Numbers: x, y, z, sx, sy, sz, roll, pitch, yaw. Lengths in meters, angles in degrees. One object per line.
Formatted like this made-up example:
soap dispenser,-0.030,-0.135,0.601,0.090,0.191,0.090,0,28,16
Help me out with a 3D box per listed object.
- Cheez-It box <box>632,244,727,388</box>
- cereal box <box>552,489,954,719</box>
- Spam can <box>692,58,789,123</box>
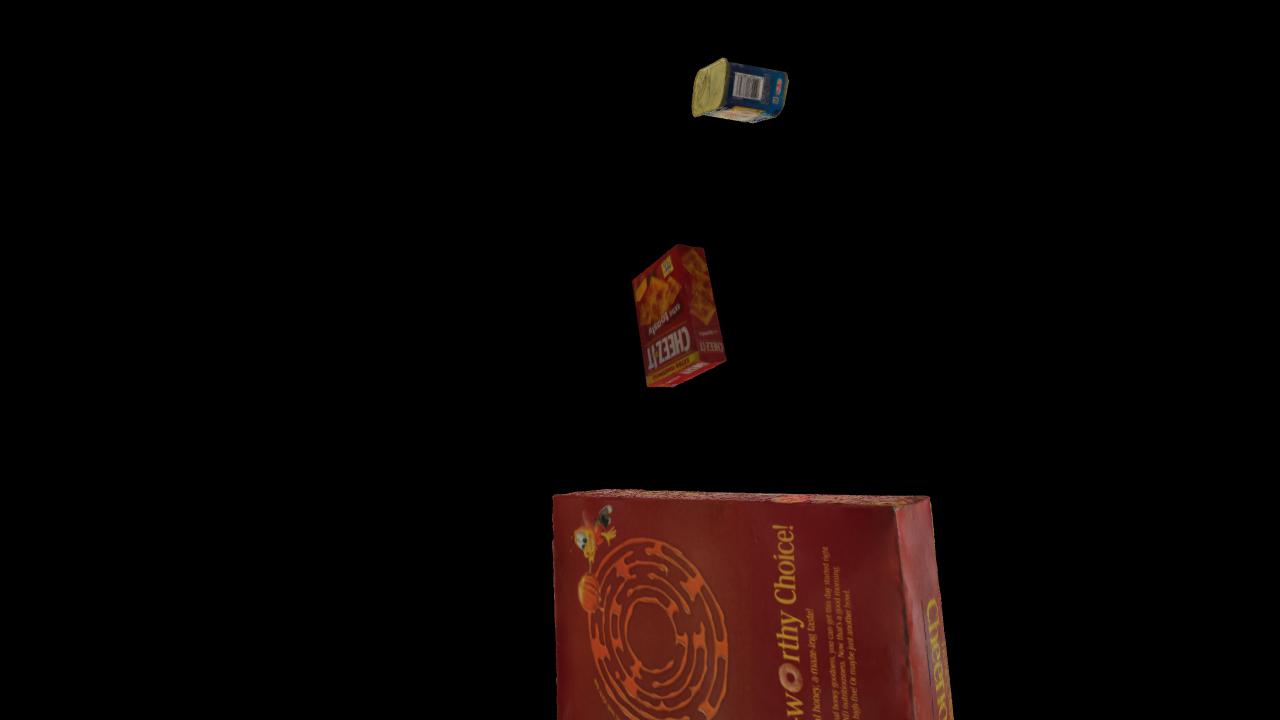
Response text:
Cheez-It box,0.065,-0.076,1.130,0.071,0.223,0.166,1,-19,-32
cereal box,0.060,0.202,0.460,0.306,0.203,0.081,-10,-11,41
Spam can,0.122,-0.330,0.764,0.085,0.058,0.101,2,14,-18
